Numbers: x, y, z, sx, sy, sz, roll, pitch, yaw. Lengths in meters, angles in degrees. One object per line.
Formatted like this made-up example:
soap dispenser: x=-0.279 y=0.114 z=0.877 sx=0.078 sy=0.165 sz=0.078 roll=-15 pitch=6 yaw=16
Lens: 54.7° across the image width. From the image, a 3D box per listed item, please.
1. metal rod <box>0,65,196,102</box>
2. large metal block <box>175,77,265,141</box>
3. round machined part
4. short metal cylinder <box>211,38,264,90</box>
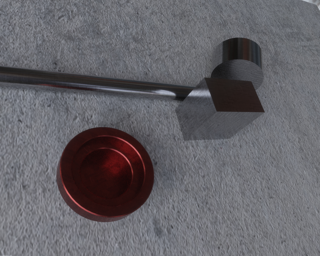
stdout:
metal rod: x=-0.067 y=-0.054 z=0.401 sx=0.303 sy=0.025 sz=0.025 roll=2 pitch=61 yaw=-28
large metal block: x=0.080 y=-0.023 z=0.428 sx=0.081 sy=0.080 sz=0.050 roll=-1 pitch=62 yaw=-29
round machined part: x=-0.059 y=0.051 z=0.331 sx=0.099 sy=0.042 sz=0.098 roll=14 pitch=56 yaw=-21
short metal cylinder: x=0.123 y=-0.097 z=0.496 sx=0.080 sy=0.080 sz=0.050 roll=22 pitch=54 yaw=-16
